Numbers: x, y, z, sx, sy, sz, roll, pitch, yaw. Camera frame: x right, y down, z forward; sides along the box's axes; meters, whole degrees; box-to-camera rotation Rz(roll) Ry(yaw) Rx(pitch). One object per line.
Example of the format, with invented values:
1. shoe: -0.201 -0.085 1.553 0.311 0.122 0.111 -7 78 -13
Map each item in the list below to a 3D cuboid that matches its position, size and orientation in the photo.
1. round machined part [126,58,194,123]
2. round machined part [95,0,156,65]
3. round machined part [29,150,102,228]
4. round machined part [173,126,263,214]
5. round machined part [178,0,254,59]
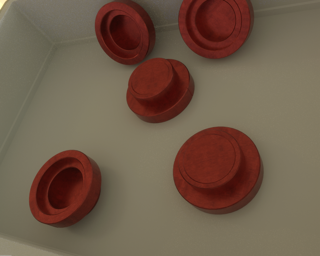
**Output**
1. round machined part: -0.005 -0.059 0.434 0.098 0.042 0.098 -13 56 21
2. round machined part: -0.050 -0.152 0.488 0.098 0.097 0.042 4 35 30
3. round machined part: -0.118 0.082 0.407 0.098 0.042 0.098 -13 56 21
4. round machined part: 0.059 0.041 0.339 0.098 0.042 0.098 -13 56 21
5. round machined part: 0.078 -0.147 0.421 0.098 0.097 0.042 3 27 29
